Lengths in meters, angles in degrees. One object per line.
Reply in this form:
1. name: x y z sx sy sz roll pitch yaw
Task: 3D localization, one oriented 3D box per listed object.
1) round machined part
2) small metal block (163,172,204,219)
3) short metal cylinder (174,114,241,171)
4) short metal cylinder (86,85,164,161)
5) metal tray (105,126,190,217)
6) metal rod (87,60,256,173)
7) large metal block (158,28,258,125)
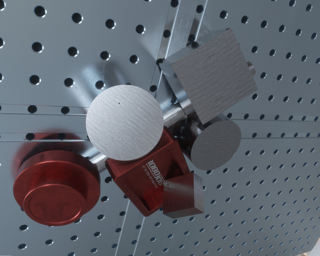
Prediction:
1. round machined part: -0.121 0.077 0.365 0.099 0.042 0.097 -5 124 -7
2. small metal block: 0.032 0.095 0.434 0.050 0.050 0.025 -21 139 30
3. short metal cylinder: 0.066 0.013 0.438 0.081 0.050 0.079 -14 124 -21
4. short metal cylinder: -0.037 -0.003 0.346 0.081 0.050 0.080 0 82 -3
5. metal tray: -0.007 0.065 0.425 0.090 0.030 0.130 -33 142 -7
6. metal rod: -0.003 -0.003 0.410 0.301 0.025 0.025 -32 129 -7
7. large metal block: 0.057 -0.062 0.372 0.080 0.050 0.080 -32 109 -7
